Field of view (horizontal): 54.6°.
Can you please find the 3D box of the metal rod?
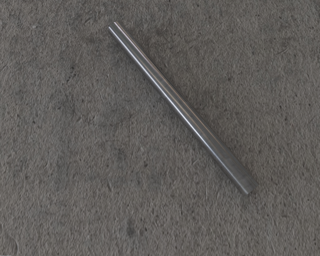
[{"bbox_3d":[0.023,-0.036,0.421,0.025,0.025,0.300,-35,74,-12],"label":"metal rod"}]
